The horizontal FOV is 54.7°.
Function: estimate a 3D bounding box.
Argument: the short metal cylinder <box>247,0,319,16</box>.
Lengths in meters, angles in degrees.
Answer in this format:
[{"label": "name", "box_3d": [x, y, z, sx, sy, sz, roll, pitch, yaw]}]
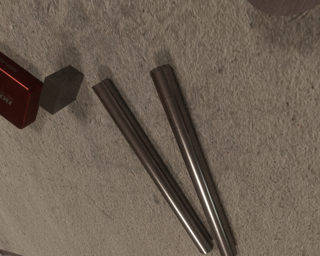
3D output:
[{"label": "short metal cylinder", "box_3d": [0.106, -0.137, 0.250, 0.080, 0.050, 0.079, 13, 124, 20]}]

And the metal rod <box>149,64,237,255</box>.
[{"label": "metal rod", "box_3d": [0.052, 0.060, 0.415, 0.025, 0.025, 0.299, -9, 114, 31]}]

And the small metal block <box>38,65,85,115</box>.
[{"label": "small metal block", "box_3d": [-0.136, -0.053, 0.428, 0.025, 0.050, 0.050, 36, 129, 4]}]

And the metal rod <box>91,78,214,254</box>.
[{"label": "metal rod", "box_3d": [-0.004, 0.063, 0.446, 0.025, 0.025, 0.299, -21, 107, 35]}]

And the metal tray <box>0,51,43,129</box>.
[{"label": "metal tray", "box_3d": [-0.252, -0.069, 0.491, 0.130, 0.030, 0.089, 36, 129, 3]}]
